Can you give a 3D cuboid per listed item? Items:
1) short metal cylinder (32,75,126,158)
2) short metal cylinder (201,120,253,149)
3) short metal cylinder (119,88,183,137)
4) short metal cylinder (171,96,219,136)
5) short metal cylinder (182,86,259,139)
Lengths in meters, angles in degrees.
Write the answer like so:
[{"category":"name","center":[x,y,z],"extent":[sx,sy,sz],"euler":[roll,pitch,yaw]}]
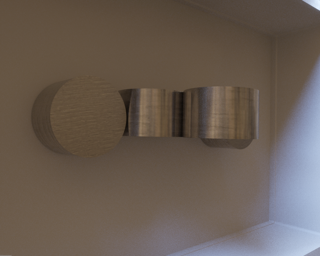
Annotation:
[{"category":"short metal cylinder","center":[-0.082,-0.011,0.319],"extent":[0.081,0.050,0.080],"euler":[0,90,-40]},{"category":"short metal cylinder","center":[0.103,-0.009,0.475],"extent":[0.081,0.050,0.080],"euler":[0,90,-40]},{"category":"short metal cylinder","center":[-0.010,-0.015,0.360],"extent":[0.081,0.080,0.050],"euler":[2,89,-40]},{"category":"short metal cylinder","center":[0.052,-0.013,0.411],"extent":[0.081,0.080,0.050],"euler":[2,89,-40]},{"category":"short metal cylinder","center":[0.065,-0.014,0.333],"extent":[0.081,0.080,0.050],"euler":[2,89,-40]}]
